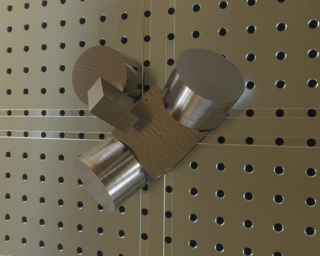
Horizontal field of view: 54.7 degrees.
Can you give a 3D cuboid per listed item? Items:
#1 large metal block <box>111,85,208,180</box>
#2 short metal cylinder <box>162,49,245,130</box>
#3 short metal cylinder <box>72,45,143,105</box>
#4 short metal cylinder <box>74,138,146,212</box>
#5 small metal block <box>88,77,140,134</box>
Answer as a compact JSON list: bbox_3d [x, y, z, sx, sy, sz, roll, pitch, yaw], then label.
[{"bbox_3d":[0.001,0.005,0.393,0.080,0.050,0.080,46,104,14],"label":"large metal block"},{"bbox_3d":[0.048,-0.045,0.355,0.080,0.081,0.050,45,142,14],"label":"short metal cylinder"},{"bbox_3d":[-0.070,-0.066,0.420,0.080,0.050,0.079,0,90,20],"label":"short metal cylinder"},{"bbox_3d":[-0.064,0.059,0.396,0.080,0.050,0.080,35,145,29],"label":"short metal cylinder"},{"bbox_3d":[-0.055,-0.027,0.362,0.025,0.050,0.050,-47,32,16],"label":"small metal block"}]
